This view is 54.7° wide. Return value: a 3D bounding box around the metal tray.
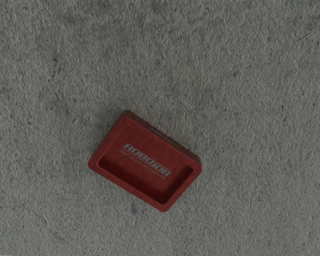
[{"bbox_3d":[-0.019,0.047,0.426,0.130,0.030,0.090,34,106,-12],"label":"metal tray"}]
